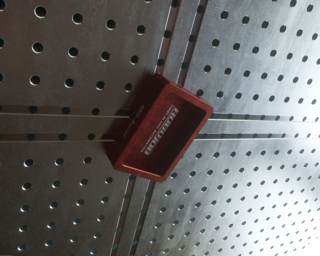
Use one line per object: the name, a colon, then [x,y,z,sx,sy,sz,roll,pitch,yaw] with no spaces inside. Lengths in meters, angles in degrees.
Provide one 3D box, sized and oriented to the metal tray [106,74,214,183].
metal tray: [0.001,0.005,0.411,0.090,0.030,0.129,24,106,-37]
